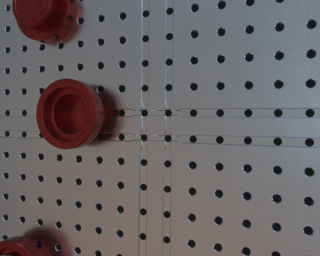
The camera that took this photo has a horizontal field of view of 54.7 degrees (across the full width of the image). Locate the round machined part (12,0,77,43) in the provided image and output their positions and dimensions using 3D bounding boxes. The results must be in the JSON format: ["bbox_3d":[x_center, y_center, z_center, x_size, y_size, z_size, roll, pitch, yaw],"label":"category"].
[{"bbox_3d":[-0.179,-0.181,0.465,0.098,0.042,0.097,0,90,19],"label":"round machined part"}]

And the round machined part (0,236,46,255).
[{"bbox_3d":[-0.214,0.215,0.477,0.098,0.042,0.097,0,90,19],"label":"round machined part"}]

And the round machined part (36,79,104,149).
[{"bbox_3d":[-0.124,-0.019,0.446,0.098,0.042,0.097,0,90,19],"label":"round machined part"}]
